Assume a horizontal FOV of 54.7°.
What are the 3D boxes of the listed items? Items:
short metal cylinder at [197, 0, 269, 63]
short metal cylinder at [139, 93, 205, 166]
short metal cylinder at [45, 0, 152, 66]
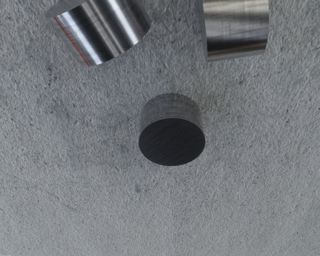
[{"bbox_3d":[0.063,-0.104,0.283,0.050,0.080,0.080,-8,130,6],"label":"short metal cylinder"},{"bbox_3d":[0.015,0.003,0.393,0.081,0.050,0.079,0,130,0],"label":"short metal cylinder"},{"bbox_3d":[-0.055,-0.102,0.284,0.080,0.080,0.050,-20,127,16],"label":"short metal cylinder"}]
